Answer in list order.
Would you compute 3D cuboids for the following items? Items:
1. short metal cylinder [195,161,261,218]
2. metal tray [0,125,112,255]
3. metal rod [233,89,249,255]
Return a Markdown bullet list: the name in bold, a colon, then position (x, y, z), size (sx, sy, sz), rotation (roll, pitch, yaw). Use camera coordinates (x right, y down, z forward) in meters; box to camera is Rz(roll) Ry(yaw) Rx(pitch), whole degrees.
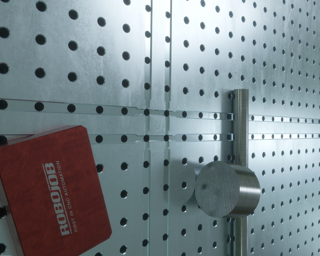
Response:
- **short metal cylinder**: position (0.098, 0.091, 0.456), size (0.050, 0.080, 0.080), rotation (15, 80, -39)
- **metal tray**: position (-0.107, 0.070, 0.316), size (0.091, 0.030, 0.129), rotation (-19, 102, -38)
- **metal rod**: position (0.136, 0.084, 0.523), size (0.025, 0.025, 0.298), rotation (0, 90, -40)
